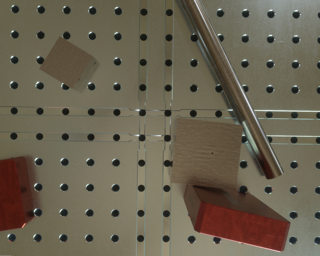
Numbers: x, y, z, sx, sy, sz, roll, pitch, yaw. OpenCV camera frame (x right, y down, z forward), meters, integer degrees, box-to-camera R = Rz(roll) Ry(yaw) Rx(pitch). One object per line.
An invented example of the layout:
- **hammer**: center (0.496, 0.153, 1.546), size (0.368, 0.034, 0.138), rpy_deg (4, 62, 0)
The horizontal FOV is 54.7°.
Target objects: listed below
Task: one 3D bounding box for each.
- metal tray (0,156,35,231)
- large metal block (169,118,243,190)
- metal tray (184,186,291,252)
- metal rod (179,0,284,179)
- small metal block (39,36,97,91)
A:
- **metal tray**: center (-0.242, 0.092, 0.408), size (0.131, 0.030, 0.089), rpy_deg (-9, 90, -1)
- **large metal block**: center (0.057, 0.031, 0.402), size (0.081, 0.050, 0.079), rpy_deg (6, 90, -1)
- **metal tray**: center (0.080, 0.096, 0.362), size (0.091, 0.130, 0.030), rpy_deg (14, 90, 0)
- **metal rod**: center (0.088, -0.071, 0.414), size (0.025, 0.025, 0.299), rpy_deg (-26, 90, 0)
- **small metal block**: center (-0.121, -0.085, 0.412), size (0.050, 0.025, 0.050), rpy_deg (32, 90, -1)
